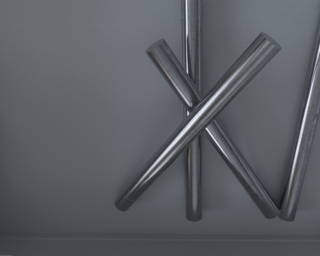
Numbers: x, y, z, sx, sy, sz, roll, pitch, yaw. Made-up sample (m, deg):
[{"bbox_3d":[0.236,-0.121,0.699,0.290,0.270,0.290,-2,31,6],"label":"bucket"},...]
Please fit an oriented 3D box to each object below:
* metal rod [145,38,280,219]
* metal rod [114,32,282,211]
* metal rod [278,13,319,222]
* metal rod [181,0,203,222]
[{"bbox_3d":[0.079,0.017,0.398,0.025,0.025,0.300,-33,114,11],"label":"metal rod"},{"bbox_3d":[0.025,0.014,0.373,0.025,0.025,0.298,32,123,-11],"label":"metal rod"},{"bbox_3d":[0.195,-0.008,0.409,0.025,0.025,0.298,3,110,-1],"label":"metal rod"},{"bbox_3d":[0.044,-0.008,0.408,0.025,0.025,0.298,-3,110,1],"label":"metal rod"}]
